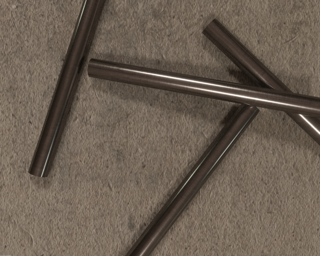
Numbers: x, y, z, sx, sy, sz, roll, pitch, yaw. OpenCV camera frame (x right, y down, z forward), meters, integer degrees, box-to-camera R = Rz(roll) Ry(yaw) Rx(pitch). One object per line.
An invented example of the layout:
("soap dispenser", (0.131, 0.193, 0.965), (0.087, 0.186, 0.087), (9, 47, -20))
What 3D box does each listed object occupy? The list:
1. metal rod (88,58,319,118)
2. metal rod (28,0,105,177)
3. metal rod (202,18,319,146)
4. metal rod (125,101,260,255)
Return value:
("metal rod", (0.057, -0.052, 0.396), (0.302, 0.025, 0.025), (11, 90, 5))
("metal rod", (-0.115, -0.081, 0.408), (0.025, 0.025, 0.298), (18, 90, -1))
("metal rod", (0.173, -0.032, 0.412), (0.300, 0.025, 0.025), (44, 90, -1))
("metal rod", (0.031, 0.090, 0.410), (0.025, 0.025, 0.300), (37, 90, -1))
